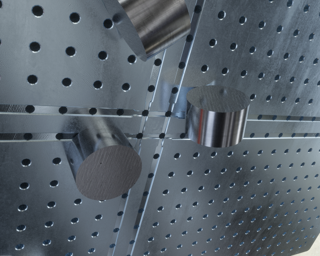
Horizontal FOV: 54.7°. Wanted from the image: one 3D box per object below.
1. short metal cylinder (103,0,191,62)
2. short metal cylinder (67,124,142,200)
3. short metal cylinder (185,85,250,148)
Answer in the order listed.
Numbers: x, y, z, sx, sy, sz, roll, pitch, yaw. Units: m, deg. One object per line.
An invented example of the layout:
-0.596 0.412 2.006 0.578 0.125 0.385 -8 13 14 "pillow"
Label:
-0.014 -0.112 0.300 0.050 0.080 0.080 -34 129 -6 "short metal cylinder"
-0.069 0.042 0.385 0.081 0.050 0.079 -14 125 -21 "short metal cylinder"
0.073 -0.017 0.407 0.081 0.080 0.050 -13 124 -22 "short metal cylinder"
